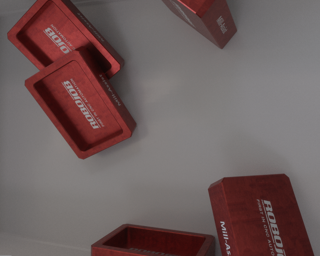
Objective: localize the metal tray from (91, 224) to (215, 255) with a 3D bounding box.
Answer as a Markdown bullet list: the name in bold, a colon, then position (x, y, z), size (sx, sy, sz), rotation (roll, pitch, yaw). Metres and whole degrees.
- **metal tray**: position (-0.006, 0.152, 0.377), size (0.130, 0.090, 0.030), rotation (1, 91, 20)

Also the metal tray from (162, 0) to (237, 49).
- **metal tray**: position (0.034, -0.139, 0.342), size (0.090, 0.130, 0.030), rotation (42, 104, 15)

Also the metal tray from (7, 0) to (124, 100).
- **metal tray**: position (-0.125, -0.106, 0.420), size (0.090, 0.030, 0.130), rotation (-38, 106, 18)

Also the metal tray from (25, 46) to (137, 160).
- **metal tray**: position (-0.103, -0.030, 0.414), size (0.090, 0.030, 0.130), rotation (-26, 108, 18)

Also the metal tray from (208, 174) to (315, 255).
- **metal tray**: position (0.108, 0.116, 0.320), size (0.091, 0.030, 0.130), rotation (1, 65, -23)
